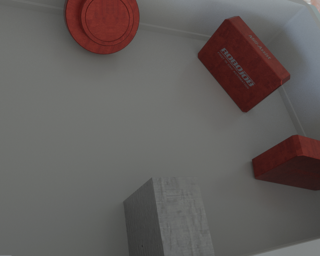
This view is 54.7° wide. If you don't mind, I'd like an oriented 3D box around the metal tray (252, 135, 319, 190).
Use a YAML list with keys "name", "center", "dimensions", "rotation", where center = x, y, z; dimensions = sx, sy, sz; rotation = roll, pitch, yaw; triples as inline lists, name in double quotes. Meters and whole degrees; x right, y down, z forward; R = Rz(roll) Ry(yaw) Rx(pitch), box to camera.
- name: "metal tray"
  center: [0.214, 0.054, 0.448]
  dimensions: [0.131, 0.090, 0.030]
  rotation: [13, 56, -21]

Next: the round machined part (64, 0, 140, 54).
- name: "round machined part"
  center: [-0.073, -0.145, 0.407]
  dimensions: [0.099, 0.097, 0.042]
  rotation: [5, 21, -26]

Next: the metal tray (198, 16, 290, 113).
- name: "metal tray"
  center: [0.130, -0.100, 0.497]
  dimensions: [0.030, 0.090, 0.130]
  rotation: [-31, 79, -38]

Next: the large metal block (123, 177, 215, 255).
- name: "large metal block"
  center: [0.004, 0.101, 0.312]
  dimensions: [0.050, 0.080, 0.080]
  rotation: [4, 60, -27]
